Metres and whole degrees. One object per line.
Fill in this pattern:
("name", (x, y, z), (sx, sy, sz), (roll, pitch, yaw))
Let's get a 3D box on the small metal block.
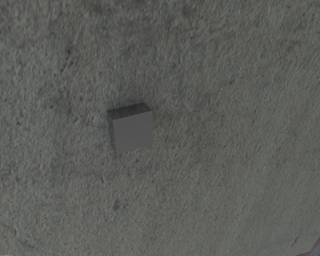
("small metal block", (-0.037, 0.000, 0.388), (0.050, 0.025, 0.050), (-15, 125, -21))
